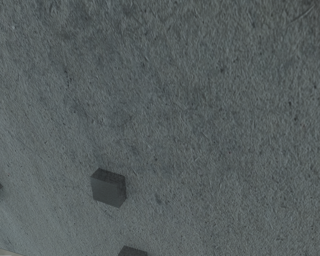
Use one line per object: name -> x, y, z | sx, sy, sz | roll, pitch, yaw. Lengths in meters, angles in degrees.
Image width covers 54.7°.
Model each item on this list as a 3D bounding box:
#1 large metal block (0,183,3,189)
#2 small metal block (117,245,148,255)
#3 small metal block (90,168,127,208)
large metal block -> -0.410, 0.126, 0.685 | 0.080, 0.050, 0.080 | -29, 103, 37
small metal block -> -0.049, 0.258, 0.592 | 0.050, 0.025, 0.050 | 6, 121, 25
small metal block -> -0.085, 0.099, 0.513 | 0.050, 0.025, 0.050 | 13, 124, 20
